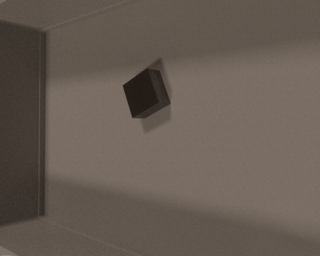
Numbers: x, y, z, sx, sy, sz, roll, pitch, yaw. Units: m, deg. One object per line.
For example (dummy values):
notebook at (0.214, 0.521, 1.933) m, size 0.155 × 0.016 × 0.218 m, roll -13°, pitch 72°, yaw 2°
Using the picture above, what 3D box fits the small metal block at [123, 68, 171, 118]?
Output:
small metal block at (-0.019, -0.046, 0.420) m, size 0.050 × 0.025 × 0.050 m, roll -28°, pitch 73°, yaw 36°
